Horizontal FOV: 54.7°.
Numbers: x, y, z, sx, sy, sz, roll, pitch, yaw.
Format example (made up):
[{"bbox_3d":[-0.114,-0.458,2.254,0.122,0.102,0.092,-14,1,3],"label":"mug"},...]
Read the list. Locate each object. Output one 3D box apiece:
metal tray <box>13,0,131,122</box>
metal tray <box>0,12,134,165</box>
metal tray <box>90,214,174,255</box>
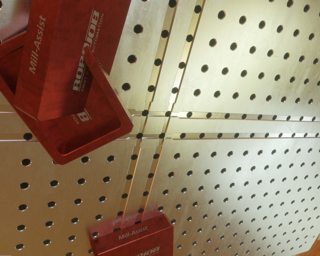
[{"bbox_3d":[-0.079,-0.075,0.289,0.090,0.030,0.129,-23,137,-61],"label":"metal tray"},{"bbox_3d":[-0.095,-0.035,0.307,0.090,0.030,0.130,-27,117,2],"label":"metal tray"},{"bbox_3d":[-0.042,0.204,0.513,0.131,0.030,0.089,-14,125,-21],"label":"metal tray"}]
